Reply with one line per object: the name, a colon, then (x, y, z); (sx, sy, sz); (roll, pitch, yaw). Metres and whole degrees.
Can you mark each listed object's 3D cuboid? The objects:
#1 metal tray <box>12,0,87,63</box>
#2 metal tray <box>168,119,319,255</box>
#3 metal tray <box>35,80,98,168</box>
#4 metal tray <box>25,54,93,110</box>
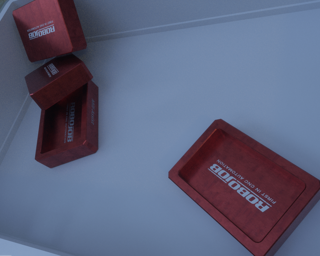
metal tray: (-0.185, -0.164, 0.514); (0.130, 0.089, 0.030); (0, 22, 39)
metal tray: (0.083, 0.058, 0.323); (0.090, 0.030, 0.130); (-48, 51, -6)
metal tray: (-0.143, -0.011, 0.484); (0.090, 0.030, 0.130); (-19, 54, 17)
metal tray: (-0.170, -0.083, 0.508); (0.090, 0.030, 0.130); (-36, 32, -10)
